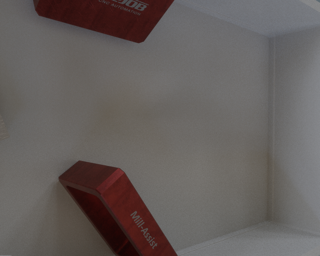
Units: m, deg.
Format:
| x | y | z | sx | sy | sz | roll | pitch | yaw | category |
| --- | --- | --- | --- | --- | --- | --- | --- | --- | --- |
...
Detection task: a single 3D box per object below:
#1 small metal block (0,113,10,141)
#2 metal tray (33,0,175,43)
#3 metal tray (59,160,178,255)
| x | y | z | sx | sy | sz | roll | pitch | yaw | category |
| --- | --- | --- | --- | --- | --- | --- | --- | --- | --- |
| -0.168 | -0.006 | 0.267 | 0.050 | 0.025 | 0.050 | -27 | 107 | -37 | small metal block |
| -0.052 | -0.143 | 0.320 | 0.131 | 0.090 | 0.030 | 4 | 54 | -40 | metal tray |
| -0.044 | 0.097 | 0.329 | 0.030 | 0.090 | 0.130 | -43 | 116 | -32 | metal tray |
